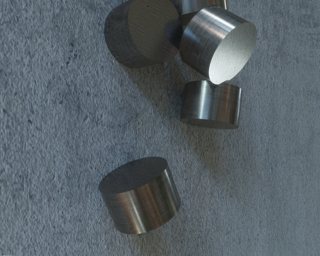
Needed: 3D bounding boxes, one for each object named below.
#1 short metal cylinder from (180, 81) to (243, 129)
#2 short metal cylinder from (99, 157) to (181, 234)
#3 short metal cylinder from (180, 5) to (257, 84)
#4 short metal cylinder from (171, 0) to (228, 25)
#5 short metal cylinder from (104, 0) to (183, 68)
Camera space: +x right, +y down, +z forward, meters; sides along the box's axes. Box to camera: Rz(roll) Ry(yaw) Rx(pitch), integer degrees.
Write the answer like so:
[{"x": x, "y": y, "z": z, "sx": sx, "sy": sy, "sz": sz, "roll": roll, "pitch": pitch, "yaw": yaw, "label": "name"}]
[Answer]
[{"x": 0.070, "y": -0.030, "z": 0.428, "sx": 0.081, "sy": 0.080, "sz": 0.050, "roll": 13, "pitch": 82, "yaw": -39, "label": "short metal cylinder"}, {"x": -0.022, "y": 0.073, "z": 0.351, "sx": 0.081, "sy": 0.080, "sz": 0.050, "roll": -31, "pitch": 109, "yaw": -36, "label": "short metal cylinder"}, {"x": 0.071, "y": -0.100, "z": 0.377, "sx": 0.081, "sy": 0.050, "sz": 0.080, "roll": -32, "pitch": 146, "yaw": -24, "label": "short metal cylinder"}, {"x": 0.046, "y": -0.170, "z": 0.407, "sx": 0.081, "sy": 0.080, "sz": 0.050, "roll": -15, "pitch": 100, "yaw": -39, "label": "short metal cylinder"}, {"x": -0.019, "y": -0.115, "z": 0.372, "sx": 0.081, "sy": 0.050, "sz": 0.080, "roll": 0, "pitch": 90, "yaw": -40, "label": "short metal cylinder"}]
